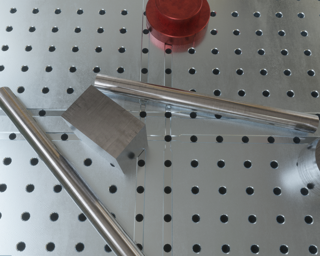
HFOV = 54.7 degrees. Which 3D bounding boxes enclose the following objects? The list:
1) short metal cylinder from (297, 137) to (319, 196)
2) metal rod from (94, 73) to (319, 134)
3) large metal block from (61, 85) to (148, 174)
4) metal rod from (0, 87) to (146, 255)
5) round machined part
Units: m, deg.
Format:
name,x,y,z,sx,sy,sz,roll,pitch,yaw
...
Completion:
name,x,y,z,sx,sy,sz,roll,pitch,yaw
short metal cylinder,0.222,0.045,0.385,0.081,0.050,0.080,0,70,0
metal rod,0.060,-0.035,0.425,0.302,0.025,0.025,11,70,3
large metal block,-0.063,0.005,0.380,0.080,0.080,0.050,36,74,12
metal rod,-0.118,0.058,0.389,0.025,0.025,0.300,-40,75,-13
round machined part,0.027,-0.178,0.468,0.099,0.042,0.098,0,70,-1
